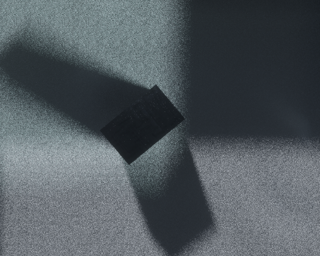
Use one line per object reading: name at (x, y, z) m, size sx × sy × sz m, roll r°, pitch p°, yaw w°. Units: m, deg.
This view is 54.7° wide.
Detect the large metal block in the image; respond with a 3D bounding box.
large metal block at (-0.019, -0.004, 0.381) m, size 0.080 × 0.080 × 0.050 m, roll -40°, pitch 90°, yaw 0°
